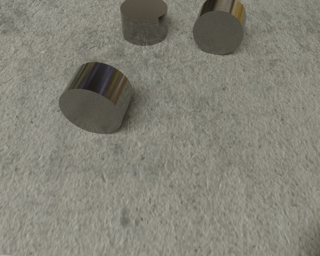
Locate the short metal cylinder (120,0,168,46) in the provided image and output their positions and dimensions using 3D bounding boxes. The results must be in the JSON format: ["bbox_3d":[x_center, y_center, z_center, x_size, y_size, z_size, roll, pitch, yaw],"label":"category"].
[{"bbox_3d":[-0.027,-0.190,0.546,0.081,0.050,0.080,0,50,0],"label":"short metal cylinder"}]

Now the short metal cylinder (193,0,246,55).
[{"bbox_3d":[0.099,-0.169,0.511,0.080,0.080,0.050,12,51,9],"label":"short metal cylinder"}]

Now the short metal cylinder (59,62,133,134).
[{"bbox_3d":[-0.081,-0.037,0.398,0.080,0.080,0.050,10,51,7],"label":"short metal cylinder"}]
